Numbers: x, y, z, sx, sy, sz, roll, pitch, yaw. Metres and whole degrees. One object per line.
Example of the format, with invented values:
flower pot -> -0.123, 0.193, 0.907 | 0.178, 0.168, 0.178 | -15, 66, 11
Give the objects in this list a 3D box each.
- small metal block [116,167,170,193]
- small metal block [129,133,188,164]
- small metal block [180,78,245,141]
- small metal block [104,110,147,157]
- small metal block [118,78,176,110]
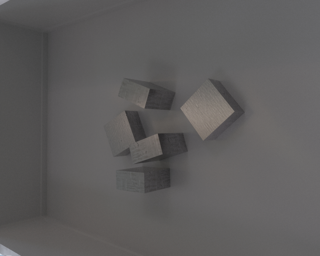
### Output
small metal block -> -0.022, 0.067, 0.409 | 0.050, 0.050, 0.025 | -2, 89, 40
small metal block -> -0.002, 0.026, 0.392 | 0.050, 0.050, 0.025 | -22, 76, 38
small metal block -> 0.059, -0.021, 0.358 | 0.050, 0.025, 0.050 | -47, 62, 29
small metal block -> -0.050, 0.009, 0.448 | 0.050, 0.025, 0.050 | -32, 70, 35
small metal block -> -0.017, -0.044, 0.405 | 0.050, 0.050, 0.025 | 27, 107, 37
